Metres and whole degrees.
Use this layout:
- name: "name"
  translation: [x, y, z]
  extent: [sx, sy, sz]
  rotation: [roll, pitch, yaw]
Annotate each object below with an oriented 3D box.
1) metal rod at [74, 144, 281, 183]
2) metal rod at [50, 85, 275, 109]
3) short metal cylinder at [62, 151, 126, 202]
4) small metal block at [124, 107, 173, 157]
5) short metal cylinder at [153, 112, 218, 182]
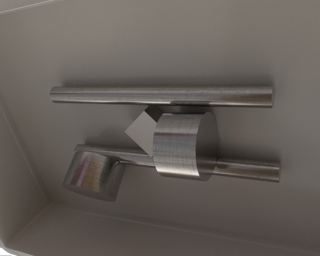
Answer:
- name: "metal rod"
  translation: [0.006, 0.045, 0.429]
  extent: [0.301, 0.025, 0.025]
  rotation: [3, 120, 26]
- name: "metal rod"
  translation: [-0.017, -0.041, 0.388]
  extent: [0.301, 0.025, 0.025]
  rotation: [3, 120, 26]
- name: "short metal cylinder"
  translation: [-0.098, 0.074, 0.463]
  extent: [0.080, 0.050, 0.080]
  rotation: [13, 157, 6]
- name: "small metal block"
  translation: [-0.011, 0.003, 0.413]
  extent: [0.050, 0.025, 0.050]
  rotation: [44, 129, -3]
- name: "short metal cylinder"
  translation: [0.033, 0.020, 0.366]
  extent: [0.050, 0.080, 0.079]
  rotation: [2, 119, 27]
